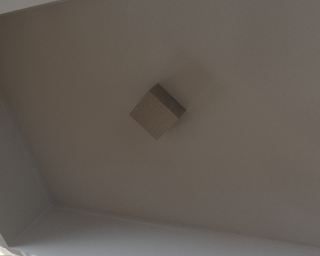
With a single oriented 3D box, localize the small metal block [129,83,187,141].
[{"bbox_3d":[-0.003,-0.020,0.399,0.050,0.025,0.050,43,129,-2],"label":"small metal block"}]
